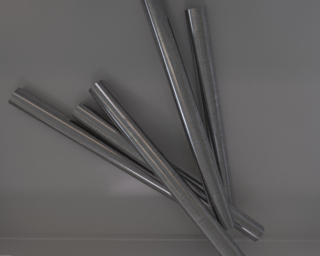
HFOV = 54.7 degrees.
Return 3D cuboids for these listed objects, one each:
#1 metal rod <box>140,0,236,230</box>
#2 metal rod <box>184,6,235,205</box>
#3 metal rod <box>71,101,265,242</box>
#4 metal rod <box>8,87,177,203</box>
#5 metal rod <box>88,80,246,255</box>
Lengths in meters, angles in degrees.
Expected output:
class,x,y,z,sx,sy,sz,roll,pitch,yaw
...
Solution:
class,x,y,z,sx,sy,sz,roll,pitch,yaw
metal rod,0.037,-0.013,0.379,0.025,0.025,0.298,-18,99,6
metal rod,0.071,-0.003,0.410,0.025,0.025,0.298,-11,110,4
metal rod,0.015,0.061,0.417,0.301,0.025,0.025,35,106,-6
metal rod,-0.061,0.038,0.424,0.301,0.025,0.025,33,107,-12
metal rod,0.014,0.063,0.386,0.025,0.025,0.300,-39,88,13
